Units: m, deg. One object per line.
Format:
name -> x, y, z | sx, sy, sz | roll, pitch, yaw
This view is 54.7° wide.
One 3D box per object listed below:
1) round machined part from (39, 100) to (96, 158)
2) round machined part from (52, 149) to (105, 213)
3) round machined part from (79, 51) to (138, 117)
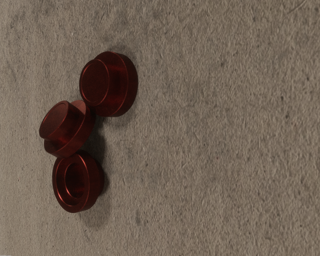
round machined part -> -0.151, -0.005, 0.488 | 0.098, 0.042, 0.098 | -25, 45, 28
round machined part -> -0.127, 0.082, 0.496 | 0.098, 0.042, 0.097 | 0, 90, 39
round machined part -> -0.083, -0.065, 0.460 | 0.098, 0.042, 0.097 | 0, 90, 39
